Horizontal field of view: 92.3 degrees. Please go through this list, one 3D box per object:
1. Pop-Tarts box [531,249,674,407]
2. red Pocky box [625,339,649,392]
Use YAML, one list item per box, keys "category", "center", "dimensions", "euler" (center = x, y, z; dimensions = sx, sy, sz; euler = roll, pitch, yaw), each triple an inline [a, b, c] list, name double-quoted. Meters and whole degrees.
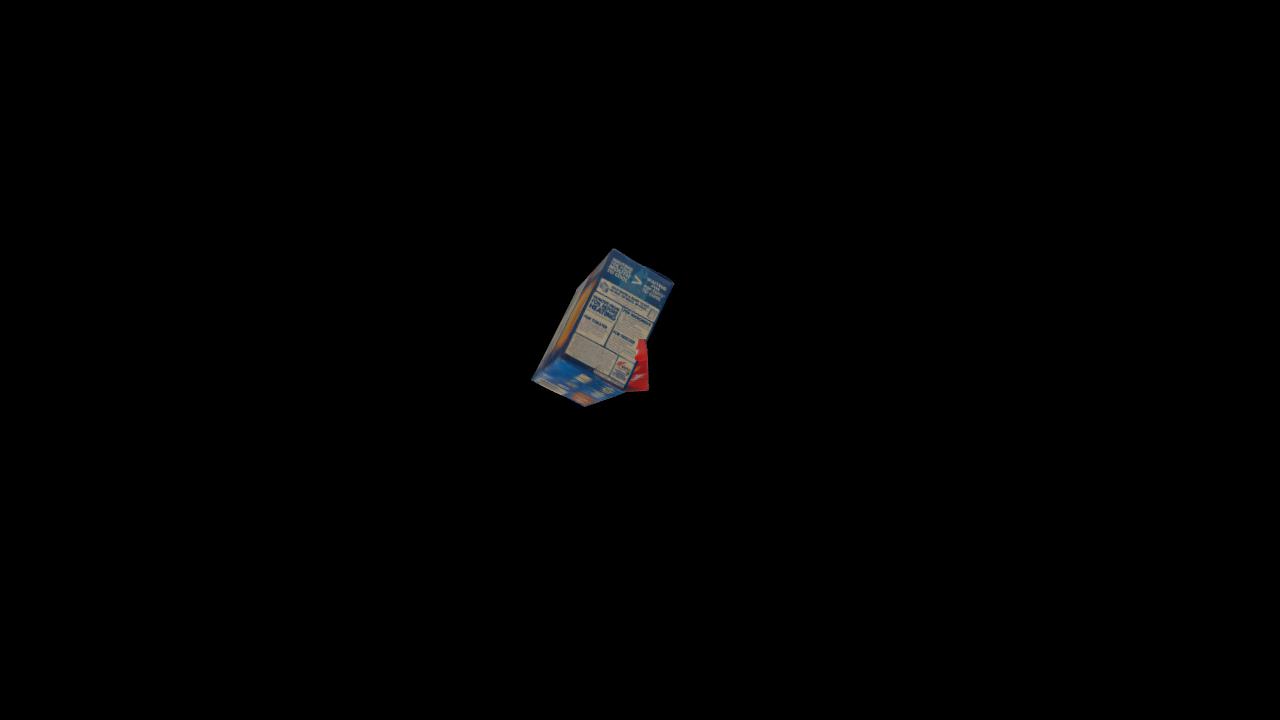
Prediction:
- category: "Pop-Tarts box"
  center: [-0.049, -0.030, 0.727]
  dimensions: [0.083, 0.141, 0.167]
  euler: [28, -18, -14]
- category: "red Pocky box"
  center: [-0.031, 0.011, 0.724]
  dimensions: [0.083, 0.028, 0.155]
  euler: [-3, -15, 1]
